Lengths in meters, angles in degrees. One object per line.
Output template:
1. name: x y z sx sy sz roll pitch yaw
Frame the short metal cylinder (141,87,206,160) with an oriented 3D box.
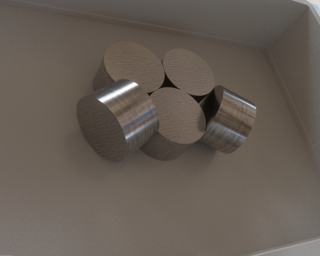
1. short metal cylinder: 0.011 -0.005 0.396 0.081 0.050 0.080 14 56 -21

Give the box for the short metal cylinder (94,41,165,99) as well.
1. short metal cylinder: -0.041 -0.065 0.405 0.081 0.050 0.080 14 56 -21

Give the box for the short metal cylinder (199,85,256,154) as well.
1. short metal cylinder: 0.084 -0.011 0.420 0.050 0.080 0.080 26 53 -12

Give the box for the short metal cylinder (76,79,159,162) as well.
1. short metal cylinder: -0.048 -0.008 0.348 0.050 0.080 0.080 -35 81 -38

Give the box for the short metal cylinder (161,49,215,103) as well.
1. short metal cylinder: 0.030 -0.066 0.444 0.081 0.050 0.080 14 56 -21
